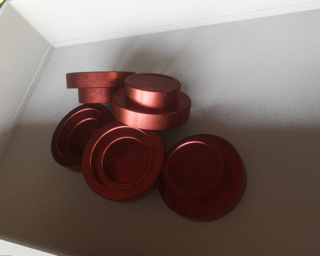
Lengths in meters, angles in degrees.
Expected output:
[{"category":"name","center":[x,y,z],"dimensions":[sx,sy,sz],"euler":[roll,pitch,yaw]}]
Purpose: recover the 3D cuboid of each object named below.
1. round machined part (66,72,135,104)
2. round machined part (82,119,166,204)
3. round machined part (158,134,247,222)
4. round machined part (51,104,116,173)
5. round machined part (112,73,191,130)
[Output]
[{"category":"round machined part","center":[-0.083,-0.058,0.447],"dimensions":[0.098,0.099,0.042],"euler":[3,99,29]},{"category":"round machined part","center":[-0.039,0.041,0.372],"dimensions":[0.098,0.042,0.098],"euler":[-5,67,12]},{"category":"round machined part","center":[0.041,0.049,0.340],"dimensions":[0.098,0.042,0.098],"euler":[-13,56,20]},{"category":"round machined part","center":[-0.098,0.017,0.431],"dimensions":[0.098,0.042,0.098],"euler":[-13,56,20]},{"category":"round machined part","center":[-0.010,-0.039,0.385],"dimensions":[0.099,0.042,0.098],"euler":[4,27,-2]}]
